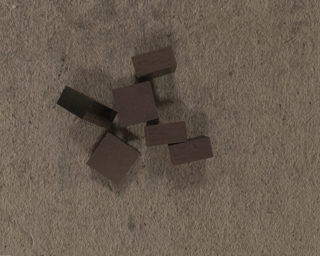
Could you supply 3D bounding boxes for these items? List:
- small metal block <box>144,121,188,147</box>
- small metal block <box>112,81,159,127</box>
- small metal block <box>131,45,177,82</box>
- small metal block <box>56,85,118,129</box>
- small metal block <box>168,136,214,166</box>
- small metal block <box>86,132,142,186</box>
[{"bbox_3d":[0.007,0.007,0.397,0.050,0.050,0.025,-7,90,0],"label":"small metal block"},{"bbox_3d":[-0.032,-0.031,0.409,0.050,0.025,0.050,-14,90,-1],"label":"small metal block"},{"bbox_3d":[-0.007,-0.081,0.397,0.050,0.050,0.025,-17,90,0],"label":"small metal block"},{"bbox_3d":[-0.090,-0.025,0.387,0.050,0.050,0.025,28,91,31],"label":"small metal block"},{"bbox_3d":[0.038,0.028,0.398,0.050,0.050,0.025,-13,91,-1],"label":"small metal block"},{"bbox_3d":[-0.060,0.040,0.409,0.050,0.025,0.050,35,90,-1],"label":"small metal block"}]
